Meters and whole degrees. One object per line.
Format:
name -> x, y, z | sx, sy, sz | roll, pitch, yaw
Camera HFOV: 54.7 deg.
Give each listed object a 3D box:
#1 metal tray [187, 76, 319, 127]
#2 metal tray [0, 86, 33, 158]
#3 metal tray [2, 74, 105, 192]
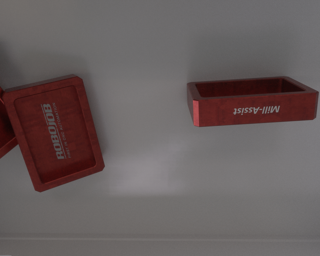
metal tray -> 0.101, -0.034, 0.364 | 0.131, 0.090, 0.030 | -4, 110, 1
metal tray -> -0.224, -0.019, 0.356 | 0.030, 0.090, 0.130 | 6, 134, 44
metal tray -> -0.130, 0.006, 0.390 | 0.091, 0.030, 0.129 | -18, 111, -21
